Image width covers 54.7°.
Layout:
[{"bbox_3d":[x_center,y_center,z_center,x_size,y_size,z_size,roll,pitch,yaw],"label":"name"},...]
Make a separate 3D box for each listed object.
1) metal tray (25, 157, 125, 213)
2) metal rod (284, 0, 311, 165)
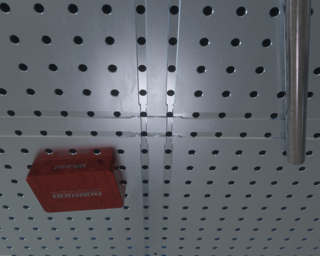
[{"bbox_3d":[-0.127,0.091,0.484,0.131,0.030,0.089,-5,130,4],"label":"metal tray"},{"bbox_3d":[0.158,-0.065,0.357,0.025,0.025,0.299,-12,129,10],"label":"metal rod"}]
